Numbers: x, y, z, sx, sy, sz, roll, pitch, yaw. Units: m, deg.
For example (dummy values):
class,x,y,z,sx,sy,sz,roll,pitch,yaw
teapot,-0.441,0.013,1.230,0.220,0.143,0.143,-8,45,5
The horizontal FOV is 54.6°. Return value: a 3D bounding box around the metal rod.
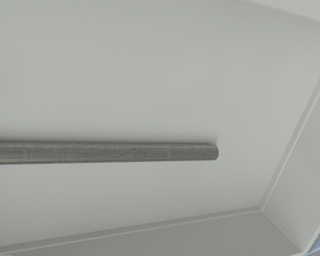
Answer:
class,x,y,z,sx,sy,sz,roll,pitch,yaw
metal rod,-0.049,0.032,0.400,0.302,0.025,0.025,2,117,-30
